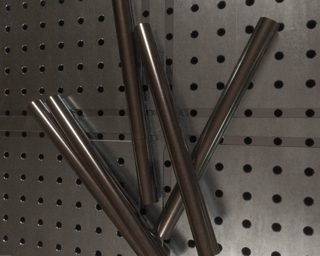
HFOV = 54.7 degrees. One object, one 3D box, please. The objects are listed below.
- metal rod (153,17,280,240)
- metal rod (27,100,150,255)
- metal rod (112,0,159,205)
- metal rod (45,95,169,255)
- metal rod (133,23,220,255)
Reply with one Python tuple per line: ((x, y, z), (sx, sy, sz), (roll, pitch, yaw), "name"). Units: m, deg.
((0.066, 0.007, 0.388), (0.025, 0.025, 0.298), (28, 99, 17), "metal rod")
((-0.098, 0.075, 0.445), (0.025, 0.025, 0.300), (-44, 77, 14), "metal rod")
((-0.035, -0.047, 0.423), (0.025, 0.025, 0.298), (-10, 87, 19), "metal rod")
((-0.074, 0.072, 0.426), (0.025, 0.025, 0.300), (-42, 73, 15), "metal rod")
((0.016, 0.004, 0.386), (0.025, 0.025, 0.299), (-21, 76, 18), "metal rod")
